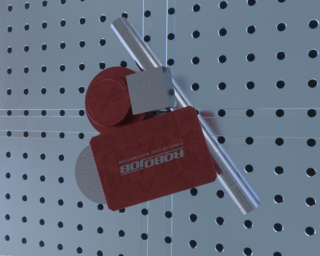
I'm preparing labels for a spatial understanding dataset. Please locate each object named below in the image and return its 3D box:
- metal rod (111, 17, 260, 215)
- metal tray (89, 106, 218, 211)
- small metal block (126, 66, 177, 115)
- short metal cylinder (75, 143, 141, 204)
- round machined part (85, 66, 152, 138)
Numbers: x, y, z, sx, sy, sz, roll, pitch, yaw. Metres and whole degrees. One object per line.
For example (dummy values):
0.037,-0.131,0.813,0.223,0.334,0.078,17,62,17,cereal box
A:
0.026,-0.024,0.400,0.025,0.025,0.299,-38,78,16,metal rod
-0.008,0.036,0.368,0.131,0.030,0.090,-18,84,6,metal tray
-0.010,-0.046,0.387,0.050,0.025,0.050,-11,89,24,small metal block
-0.066,0.057,0.418,0.080,0.050,0.079,0,90,20,short metal cylinder
-0.061,-0.035,0.420,0.098,0.042,0.097,0,90,21,round machined part
